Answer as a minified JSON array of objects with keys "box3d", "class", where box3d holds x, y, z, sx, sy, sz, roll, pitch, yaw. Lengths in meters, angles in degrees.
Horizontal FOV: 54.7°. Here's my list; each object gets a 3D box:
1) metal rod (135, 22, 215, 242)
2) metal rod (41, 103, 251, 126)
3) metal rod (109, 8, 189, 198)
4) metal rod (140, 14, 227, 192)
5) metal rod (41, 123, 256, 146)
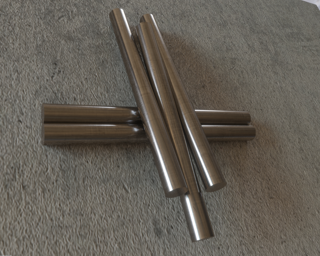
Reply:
[{"box3d":[0.011,-0.014,0.388,0.025,0.025,0.299,0,62,-29],"class":"metal rod"},{"box3d":[0.002,-0.015,0.418,0.303,0.025,0.025,0,62,-29],"class":"metal rod"},{"box3d":[-0.024,-0.053,0.399,0.025,0.025,0.299,0,54,-29],"class":"metal rod"},{"box3d":[0.021,-0.054,0.424,0.025,0.025,0.299,0,54,-29],"class":"metal rod"},{"box3d":[0.006,0.007,0.407,0.303,0.025,0.025,0,62,-29],"class":"metal rod"}]
